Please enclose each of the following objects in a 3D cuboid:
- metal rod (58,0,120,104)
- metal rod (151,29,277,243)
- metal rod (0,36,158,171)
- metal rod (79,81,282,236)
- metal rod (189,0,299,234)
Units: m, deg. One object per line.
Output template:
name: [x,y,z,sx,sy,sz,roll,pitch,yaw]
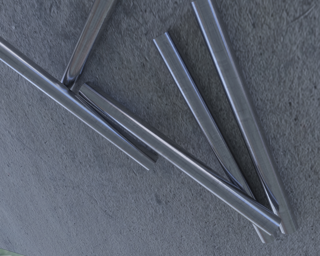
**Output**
metal rod: [-0.070,-0.131,0.362,0.025,0.025,0.298,40,129,0]
metal rod: [0.074,0.022,0.381,0.025,0.025,0.299,-19,109,35]
metal rod: [-0.127,-0.041,0.417,0.301,0.025,0.025,38,130,-10]
metal rod: [0.016,0.031,0.396,0.300,0.025,0.025,36,129,12]
metal rod: [0.103,-0.001,0.352,0.025,0.025,0.299,-14,112,34]
